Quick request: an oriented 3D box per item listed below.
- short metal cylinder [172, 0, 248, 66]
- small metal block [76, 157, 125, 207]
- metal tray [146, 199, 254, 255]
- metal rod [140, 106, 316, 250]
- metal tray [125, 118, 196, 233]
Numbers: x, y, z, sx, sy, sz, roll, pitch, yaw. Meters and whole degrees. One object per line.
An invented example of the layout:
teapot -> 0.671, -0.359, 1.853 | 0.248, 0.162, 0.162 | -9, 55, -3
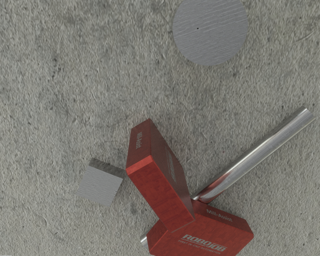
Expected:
short metal cylinder -> 0.054, -0.115, 0.355 | 0.081, 0.050, 0.079 | 0, 110, -1
small metal block -> -0.084, 0.077, 0.437 | 0.050, 0.025, 0.050 | 23, 108, -9
metal tray -> 0.058, 0.156, 0.446 | 0.131, 0.030, 0.090 | 26, 112, -25
metal rod -> 0.087, 0.078, 0.439 | 0.299, 0.025, 0.025 | -42, 105, 13
metal tray -> -0.001, 0.049, 0.371 | 0.030, 0.130, 0.090 | -31, 108, 8
